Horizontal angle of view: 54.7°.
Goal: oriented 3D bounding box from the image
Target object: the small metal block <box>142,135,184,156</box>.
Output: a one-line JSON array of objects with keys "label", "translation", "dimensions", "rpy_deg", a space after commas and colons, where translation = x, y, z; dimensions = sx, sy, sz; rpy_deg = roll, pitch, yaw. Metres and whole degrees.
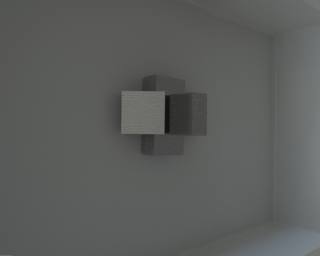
[{"label": "small metal block", "translation": [0.005, 0.010, 0.408], "dimensions": [0.050, 0.025, 0.050], "rpy_deg": [3, 88, -40]}]

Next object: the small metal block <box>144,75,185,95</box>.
[{"label": "small metal block", "translation": [0.006, -0.040, 0.408], "dimensions": [0.050, 0.025, 0.050], "rpy_deg": [3, 88, -41]}]

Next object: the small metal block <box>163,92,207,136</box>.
[{"label": "small metal block", "translation": [0.030, -0.016, 0.380], "dimensions": [0.025, 0.050, 0.050], "rpy_deg": [1, 90, -41]}]

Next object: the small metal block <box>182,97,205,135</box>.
[{"label": "small metal block", "translation": [0.047, -0.016, 0.428], "dimensions": [0.050, 0.025, 0.050], "rpy_deg": [5, 86, -79]}]

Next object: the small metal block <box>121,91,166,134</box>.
[{"label": "small metal block", "translation": [-0.019, -0.018, 0.370], "dimensions": [0.050, 0.025, 0.050], "rpy_deg": [1, 90, 3]}]
